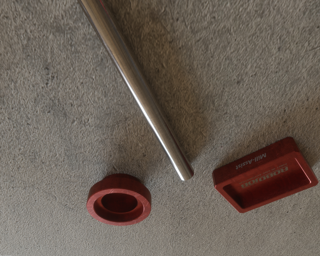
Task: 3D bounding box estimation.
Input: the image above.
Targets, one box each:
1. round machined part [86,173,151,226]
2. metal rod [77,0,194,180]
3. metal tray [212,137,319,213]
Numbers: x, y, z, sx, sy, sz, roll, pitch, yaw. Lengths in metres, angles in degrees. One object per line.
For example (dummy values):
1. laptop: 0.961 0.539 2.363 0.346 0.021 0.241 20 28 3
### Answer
1. round machined part: -0.063 0.109 0.488 0.099 0.042 0.097 -1 130 0
2. metal rod: -0.018 -0.036 0.376 0.025 0.025 0.299 -18 128 14
3. metal tray: 0.158 0.076 0.470 0.130 0.030 0.090 -29 125 22
